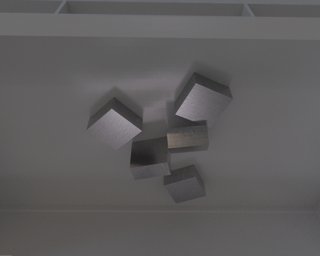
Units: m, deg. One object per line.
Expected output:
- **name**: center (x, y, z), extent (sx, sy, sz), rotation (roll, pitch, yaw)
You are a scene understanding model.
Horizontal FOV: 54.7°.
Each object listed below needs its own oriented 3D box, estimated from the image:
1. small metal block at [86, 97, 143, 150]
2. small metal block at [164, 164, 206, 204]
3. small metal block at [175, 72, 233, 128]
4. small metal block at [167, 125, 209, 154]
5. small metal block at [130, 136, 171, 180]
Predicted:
- **small metal block**: center (-0.058, -0.005, 0.404), extent (0.050, 0.025, 0.050), rotation (-37, 122, 27)
- **small metal block**: center (0.039, 0.088, 0.484), extent (0.050, 0.025, 0.050), rotation (-18, 128, 15)
- **small metal block**: center (0.052, -0.033, 0.381), extent (0.050, 0.025, 0.050), rotation (20, 127, -17)
- **small metal block**: center (0.037, 0.016, 0.406), extent (0.050, 0.025, 0.050), rotation (-6, 167, 4)
- **small metal block**: center (-0.012, 0.041, 0.428), extent (0.050, 0.050, 0.025), rotation (-10, 129, 8)
